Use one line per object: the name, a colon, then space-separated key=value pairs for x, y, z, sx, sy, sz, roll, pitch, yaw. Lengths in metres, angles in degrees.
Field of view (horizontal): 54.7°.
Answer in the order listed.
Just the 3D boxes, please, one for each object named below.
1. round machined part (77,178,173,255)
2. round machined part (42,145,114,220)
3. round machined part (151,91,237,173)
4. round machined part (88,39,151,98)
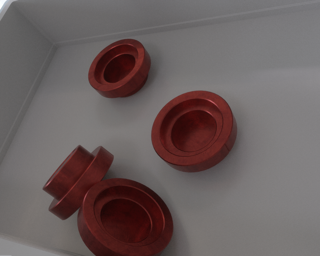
round machined part: x=-0.039 y=0.103 z=0.329 sx=0.098 sy=0.099 sz=0.042 roll=55 pitch=130 yaw=39
round machined part: x=-0.105 y=0.059 z=0.381 sx=0.098 sy=0.042 sz=0.098 roll=-46 pitch=13 yaw=14
round machined part: x=0.043 y=0.007 z=0.368 sx=0.098 sy=0.042 sz=0.098 roll=-13 pitch=56 yaw=21
round machined part: x=-0.058 y=-0.086 z=0.478 sx=0.098 sy=0.042 sz=0.098 roll=-13 pitch=56 yaw=21
